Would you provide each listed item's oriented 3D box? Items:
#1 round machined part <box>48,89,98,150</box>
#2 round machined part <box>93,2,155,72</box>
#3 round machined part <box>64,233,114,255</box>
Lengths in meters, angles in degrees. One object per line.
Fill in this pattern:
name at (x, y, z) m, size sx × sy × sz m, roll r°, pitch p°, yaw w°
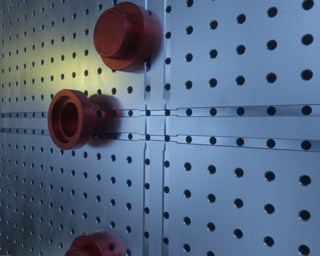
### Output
round machined part at (-0.140, -0.014, 0.511) m, size 0.098 × 0.042 × 0.097 m, roll 0°, pitch 90°, yaw 39°
round machined part at (-0.058, -0.131, 0.444) m, size 0.098 × 0.042 × 0.097 m, roll 0°, pitch 90°, yaw 39°
round machined part at (-0.117, 0.221, 0.492) m, size 0.098 × 0.042 × 0.097 m, roll 0°, pitch 90°, yaw 39°
